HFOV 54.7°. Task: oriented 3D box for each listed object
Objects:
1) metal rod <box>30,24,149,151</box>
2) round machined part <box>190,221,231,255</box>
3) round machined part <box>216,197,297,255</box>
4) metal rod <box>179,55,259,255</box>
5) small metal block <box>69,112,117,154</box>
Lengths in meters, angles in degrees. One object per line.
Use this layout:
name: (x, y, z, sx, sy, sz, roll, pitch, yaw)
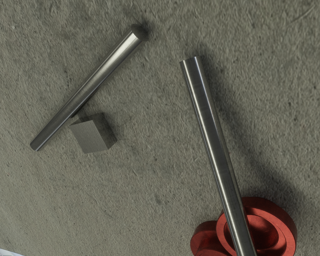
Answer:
metal rod: (-0.118, -0.040, 0.444, 0.025, 0.025, 0.299, 49, 129, -7)
round machined part: (0.091, 0.191, 0.466, 0.098, 0.042, 0.097, 13, 124, 21)
round machined part: (0.127, 0.130, 0.407, 0.098, 0.042, 0.097, 12, 120, 22)
metal rod: (0.078, 0.064, 0.364, 0.025, 0.025, 0.298, -12, 99, 33)
small metal block: (-0.100, 0.008, 0.465, 0.050, 0.025, 0.050, -12, 113, 33)
